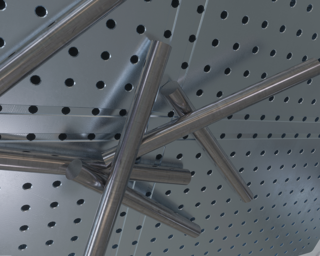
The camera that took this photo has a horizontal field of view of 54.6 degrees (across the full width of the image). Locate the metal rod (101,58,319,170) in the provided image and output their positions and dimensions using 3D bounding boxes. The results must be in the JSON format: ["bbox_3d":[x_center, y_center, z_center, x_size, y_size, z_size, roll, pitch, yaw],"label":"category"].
[{"bbox_3d":[0.070,-0.020,0.398,0.301,0.025,0.025,-24,128,-5],"label":"metal rod"}]

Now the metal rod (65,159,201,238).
[{"bbox_3d":[-0.017,0.116,0.453,0.025,0.025,0.301,-45,135,3],"label":"metal rod"}]

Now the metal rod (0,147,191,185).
[{"bbox_3d":[-0.084,0.051,0.396,0.302,0.025,0.025,11,113,-33],"label":"metal rod"}]

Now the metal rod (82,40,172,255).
[{"bbox_3d":[-0.044,0.046,0.361,0.025,0.025,0.299,16,93,-35],"label":"metal rod"}]

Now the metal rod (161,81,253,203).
[{"bbox_3d":[0.087,0.039,0.481,0.025,0.025,0.300,-41,129,-1],"label":"metal rod"}]

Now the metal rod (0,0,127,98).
[{"bbox_3d":[-0.129,-0.066,0.299,0.300,0.025,0.025,-38,129,-2],"label":"metal rod"}]
